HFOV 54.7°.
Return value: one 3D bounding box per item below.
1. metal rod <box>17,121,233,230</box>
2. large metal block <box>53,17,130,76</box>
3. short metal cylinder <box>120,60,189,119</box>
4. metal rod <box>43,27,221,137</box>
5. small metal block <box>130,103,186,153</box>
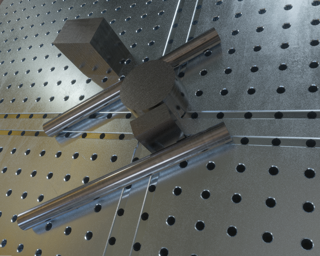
[{"bbox_3d":[-0.053,0.066,0.394,0.301,0.025,0.025,-25,53,12],"label":"metal rod"},{"bbox_3d":[-0.111,-0.132,0.510,0.080,0.080,0.050,9,66,31],"label":"large metal block"},{"bbox_3d":[-0.007,-0.046,0.423,0.080,0.050,0.080,-13,56,20],"label":"short metal cylinder"},{"bbox_3d":[-0.048,-0.065,0.471,0.301,0.025,0.025,-28,53,10],"label":"metal rod"},{"bbox_3d":[-0.002,0.002,0.391,0.050,0.050,0.025,-28,53,10],"label":"small metal block"}]
